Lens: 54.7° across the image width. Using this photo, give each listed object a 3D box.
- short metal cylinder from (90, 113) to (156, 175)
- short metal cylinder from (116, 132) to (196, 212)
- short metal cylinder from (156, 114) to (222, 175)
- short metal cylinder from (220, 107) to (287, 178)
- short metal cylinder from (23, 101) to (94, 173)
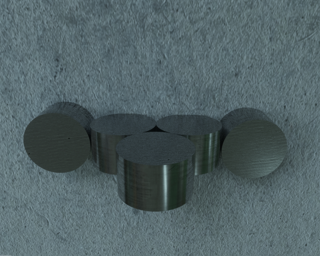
[{"bbox_3d":[-0.045,0.017,0.388,0.081,0.080,0.050,0,110,0],"label":"short metal cylinder"},{"bbox_3d":[-0.004,0.042,0.323,0.081,0.080,0.050,1,111,-1],"label":"short metal cylinder"},{"bbox_3d":[0.035,0.018,0.389,0.081,0.080,0.050,0,109,0],"label":"short metal cylinder"},{"bbox_3d":[0.116,0.018,0.405,0.081,0.050,0.079,0,111,-1],"label":"short metal cylinder"},{"bbox_3d":[-0.125,0.011,0.400,0.081,0.050,0.079,0,110,-1],"label":"short metal cylinder"}]
